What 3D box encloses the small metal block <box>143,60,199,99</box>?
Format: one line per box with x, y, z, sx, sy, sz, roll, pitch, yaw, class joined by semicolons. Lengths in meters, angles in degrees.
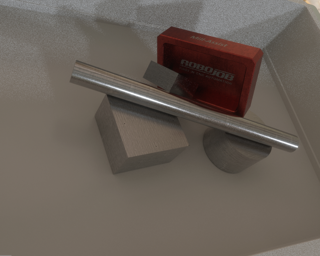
0.015;-0.062;0.408;0.050;0.025;0.050;34;11;36;small metal block

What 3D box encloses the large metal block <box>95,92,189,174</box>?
-0.024;0.003;0.375;0.081;0.050;0.080;-8;66;-32;large metal block

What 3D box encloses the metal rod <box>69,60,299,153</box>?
0.045;-0.019;0.376;0.302;0.025;0.025;17;55;-19;metal rod

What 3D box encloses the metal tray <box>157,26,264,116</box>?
0.059;-0.073;0.409;0.130;0.089;0.030;22;46;22;metal tray

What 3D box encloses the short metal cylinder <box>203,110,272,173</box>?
0.109;0.018;0.438;0.081;0.050;0.080;14;56;-21;short metal cylinder
